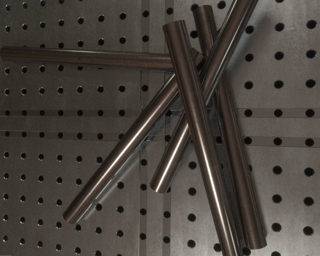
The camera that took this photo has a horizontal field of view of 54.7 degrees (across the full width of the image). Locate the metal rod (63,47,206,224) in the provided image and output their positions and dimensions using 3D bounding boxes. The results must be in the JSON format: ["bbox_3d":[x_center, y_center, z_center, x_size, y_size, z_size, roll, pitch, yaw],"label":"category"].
[{"bbox_3d":[-0.041,0.021,0.414,0.025,0.025,0.299,44,107,14],"label":"metal rod"}]

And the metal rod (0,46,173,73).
[{"bbox_3d":[-0.105,-0.101,0.448,0.301,0.025,0.025,7,93,19],"label":"metal rod"}]

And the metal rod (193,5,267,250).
[{"bbox_3d":[0.085,-0.005,0.382,0.025,0.025,0.298,-13,86,19],"label":"metal rod"}]

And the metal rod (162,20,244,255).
[{"bbox_3d":[0.054,0.029,0.358,0.025,0.025,0.298,-13,99,19],"label":"metal rod"}]

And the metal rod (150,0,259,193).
[{"bbox_3d":[0.055,-0.050,0.367,0.025,0.025,0.298,29,109,17],"label":"metal rod"}]
